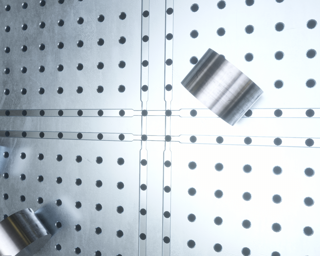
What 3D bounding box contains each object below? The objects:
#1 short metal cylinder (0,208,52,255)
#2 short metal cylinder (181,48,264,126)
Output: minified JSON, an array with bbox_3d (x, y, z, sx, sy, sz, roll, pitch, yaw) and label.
[{"bbox_3d":[-0.210,0.165,0.455,0.050,0.080,0.080,47,104,14],"label":"short metal cylinder"},{"bbox_3d":[0.071,-0.047,0.358,0.080,0.080,0.050,43,103,14],"label":"short metal cylinder"}]
